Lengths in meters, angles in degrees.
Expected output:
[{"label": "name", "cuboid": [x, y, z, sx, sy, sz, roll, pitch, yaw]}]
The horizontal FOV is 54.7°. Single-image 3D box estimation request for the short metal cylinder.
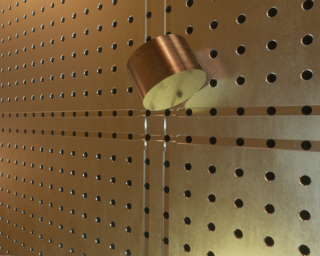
[{"label": "short metal cylinder", "cuboid": [0.007, -0.063, 0.366, 0.080, 0.081, 0.050, -39, 67, 33]}]
